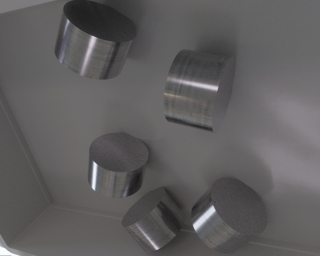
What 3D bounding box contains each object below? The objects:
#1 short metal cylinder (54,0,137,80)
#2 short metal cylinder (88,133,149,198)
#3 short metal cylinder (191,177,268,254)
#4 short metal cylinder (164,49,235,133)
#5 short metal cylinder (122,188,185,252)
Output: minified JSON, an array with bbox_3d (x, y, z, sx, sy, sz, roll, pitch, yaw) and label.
[{"bbox_3d":[-0.073,-0.100,0.350,0.080,0.080,0.050,35,129,5],"label":"short metal cylinder"},{"bbox_3d":[-0.060,0.051,0.436,0.080,0.080,0.050,23,127,14],"label":"short metal cylinder"},{"bbox_3d":[0.087,0.110,0.395,0.080,0.080,0.050,35,129,5],"label":"short metal cylinder"},{"bbox_3d":[0.043,-0.039,0.326,0.050,0.080,0.079,15,125,20],"label":"short metal cylinder"},{"bbox_3d":[-0.010,0.135,0.462,0.080,0.080,0.050,-31,101,38],"label":"short metal cylinder"}]
